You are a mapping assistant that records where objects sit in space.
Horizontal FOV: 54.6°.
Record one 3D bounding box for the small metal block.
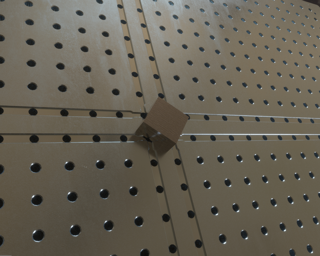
[{"bbox_3d":[0.004,-0.006,0.413,0.050,0.025,0.050,34,52,-7],"label":"small metal block"}]
